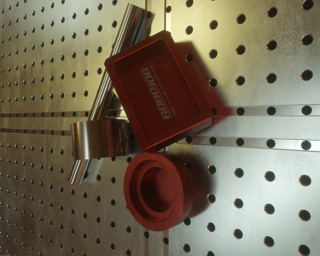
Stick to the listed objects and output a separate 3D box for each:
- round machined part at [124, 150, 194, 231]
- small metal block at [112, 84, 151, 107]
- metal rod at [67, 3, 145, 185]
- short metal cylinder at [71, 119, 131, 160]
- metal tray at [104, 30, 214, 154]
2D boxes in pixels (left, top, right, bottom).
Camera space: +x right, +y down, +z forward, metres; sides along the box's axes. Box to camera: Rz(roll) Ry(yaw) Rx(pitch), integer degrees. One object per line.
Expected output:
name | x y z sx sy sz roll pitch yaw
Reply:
round machined part | 0.003 0.077 0.394 0.098 0.042 0.097 0 90 39
small metal block | -0.034 -0.055 0.435 0.050 0.025 0.050 51 119 27
metal rod | -0.089 -0.041 0.479 0.025 0.025 0.298 36 112 34
short metal cylinder | -0.083 0.017 0.440 0.080 0.081 0.050 -9 84 39
metal tray | -0.003 -0.045 0.378 0.090 0.030 0.130 -26 71 3
